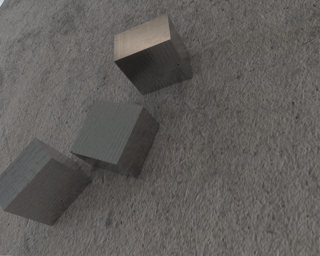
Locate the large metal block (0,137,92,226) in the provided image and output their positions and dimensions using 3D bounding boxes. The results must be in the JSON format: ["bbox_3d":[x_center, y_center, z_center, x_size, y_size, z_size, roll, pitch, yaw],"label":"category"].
[{"bbox_3d":[-0.152,0.072,0.404,0.080,0.080,0.050,-49,51,-6],"label":"large metal block"}]

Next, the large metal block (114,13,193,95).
[{"bbox_3d":[-0.008,-0.100,0.434,0.080,0.080,0.050,-17,55,18],"label":"large metal block"}]

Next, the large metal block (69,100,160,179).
[{"bbox_3d":[-0.058,0.013,0.410,0.080,0.050,0.080,10,67,32],"label":"large metal block"}]
